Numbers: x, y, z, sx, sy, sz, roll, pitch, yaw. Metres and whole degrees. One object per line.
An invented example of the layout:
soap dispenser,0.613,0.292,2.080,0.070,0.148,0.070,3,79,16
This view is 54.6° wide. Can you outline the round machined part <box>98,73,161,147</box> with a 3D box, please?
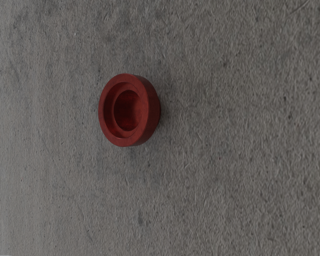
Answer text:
round machined part,-0.037,-0.024,0.426,0.098,0.042,0.097,0,90,40
